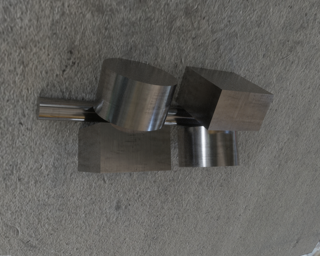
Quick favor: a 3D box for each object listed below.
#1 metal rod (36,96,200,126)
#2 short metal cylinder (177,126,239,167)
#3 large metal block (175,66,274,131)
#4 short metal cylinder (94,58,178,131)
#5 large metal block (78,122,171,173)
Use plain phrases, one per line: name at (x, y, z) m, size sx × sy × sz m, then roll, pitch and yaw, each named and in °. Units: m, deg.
metal rod at (0.002, -0.016, 0.402) m, size 0.303 × 0.025 × 0.025 m, roll 2°, pitch 118°, yaw -30°
short metal cylinder at (0.064, 0.026, 0.416) m, size 0.081 × 0.080 × 0.050 m, roll 2°, pitch 83°, yaw -29°
large metal block at (0.079, -0.038, 0.392) m, size 0.081 × 0.080 × 0.050 m, roll 1°, pitch 118°, yaw -29°
short metal cylinder at (-0.027, -0.038, 0.334) m, size 0.081 × 0.080 × 0.050 m, roll 3°, pitch 117°, yaw -30°
large metal block at (-0.043, 0.024, 0.356) m, size 0.081 × 0.080 × 0.050 m, roll 2°, pitch 83°, yaw -30°
